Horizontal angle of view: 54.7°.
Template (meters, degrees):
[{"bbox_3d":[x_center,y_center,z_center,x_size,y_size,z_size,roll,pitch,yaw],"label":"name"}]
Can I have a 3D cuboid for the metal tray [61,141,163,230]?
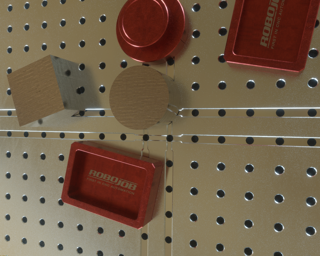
[{"bbox_3d":[-0.069,0.076,0.434,0.130,0.030,0.089,13,94,19],"label":"metal tray"}]

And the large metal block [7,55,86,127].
[{"bbox_3d":[-0.168,-0.051,0.458,0.080,0.050,0.080,-18,84,19],"label":"large metal block"}]

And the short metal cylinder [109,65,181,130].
[{"bbox_3d":[-0.018,-0.038,0.406,0.080,0.050,0.079,0,90,20],"label":"short metal cylinder"}]

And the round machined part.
[{"bbox_3d":[-0.015,-0.136,0.409,0.098,0.042,0.097,0,90,20],"label":"round machined part"}]

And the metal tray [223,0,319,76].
[{"bbox_3d":[0.134,-0.133,0.362,0.090,0.030,0.129,13,94,19],"label":"metal tray"}]
